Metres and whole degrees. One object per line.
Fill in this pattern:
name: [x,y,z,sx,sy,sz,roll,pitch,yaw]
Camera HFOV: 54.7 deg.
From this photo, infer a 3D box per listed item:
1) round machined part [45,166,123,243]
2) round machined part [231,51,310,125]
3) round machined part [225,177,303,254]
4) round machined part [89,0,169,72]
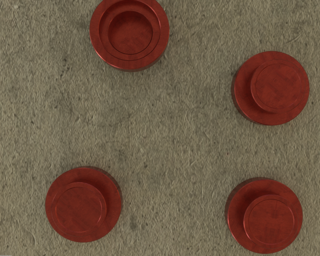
round machined part: [-0.100,0.100,0.401,0.099,0.042,0.097,0,90,0]
round machined part: [0.146,-0.052,0.402,0.099,0.042,0.097,0,90,0]
round machined part: [0.137,0.116,0.402,0.099,0.042,0.097,0,90,0]
round machined part: [-0.038,-0.121,0.401,0.099,0.042,0.097,0,90,0]
